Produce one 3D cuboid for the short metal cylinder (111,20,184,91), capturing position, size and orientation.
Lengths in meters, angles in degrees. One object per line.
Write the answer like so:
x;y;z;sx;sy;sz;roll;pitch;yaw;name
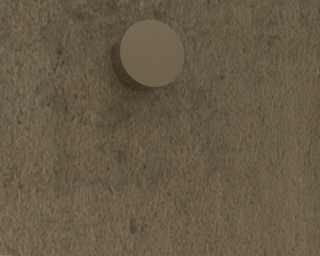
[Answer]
-0.016;-0.089;0.390;0.081;0.050;0.079;0;90;-21;short metal cylinder
